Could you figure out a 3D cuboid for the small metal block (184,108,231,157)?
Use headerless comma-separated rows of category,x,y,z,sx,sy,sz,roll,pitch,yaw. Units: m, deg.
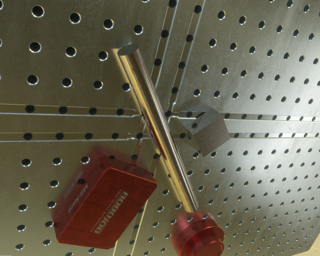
small metal block,0.071,0.007,0.456,0.050,0.025,0.050,-34,129,-6

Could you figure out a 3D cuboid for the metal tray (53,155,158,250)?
metal tray,-0.076,0.109,0.435,0.090,0.030,0.129,27,104,-38

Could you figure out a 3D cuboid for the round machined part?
round machined part,0.082,0.224,0.586,0.099,0.042,0.097,-14,124,-21

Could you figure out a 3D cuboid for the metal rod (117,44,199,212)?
metal rod,0.009,0.023,0.432,0.025,0.025,0.299,-30,129,-10
